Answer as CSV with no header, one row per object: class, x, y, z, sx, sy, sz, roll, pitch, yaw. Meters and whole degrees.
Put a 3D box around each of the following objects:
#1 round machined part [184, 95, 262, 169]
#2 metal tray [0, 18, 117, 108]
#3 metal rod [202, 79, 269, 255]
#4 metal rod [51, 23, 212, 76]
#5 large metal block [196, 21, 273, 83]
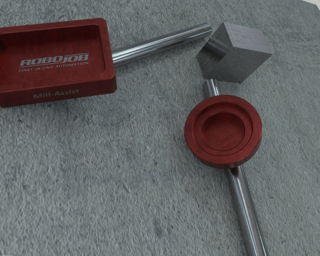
round machined part,0.085,0.008,0.414,0.098,0.042,0.098,-7,65,15
metal tray,-0.121,-0.076,0.352,0.131,0.030,0.090,-9,64,-8
metal rod,0.103,0.061,0.423,0.025,0.025,0.299,5,60,-26
metal rod,-0.021,-0.119,0.466,0.302,0.025,0.025,-29,78,-38
large metal block,0.120,-0.120,0.509,0.081,0.080,0.050,2,61,-28
